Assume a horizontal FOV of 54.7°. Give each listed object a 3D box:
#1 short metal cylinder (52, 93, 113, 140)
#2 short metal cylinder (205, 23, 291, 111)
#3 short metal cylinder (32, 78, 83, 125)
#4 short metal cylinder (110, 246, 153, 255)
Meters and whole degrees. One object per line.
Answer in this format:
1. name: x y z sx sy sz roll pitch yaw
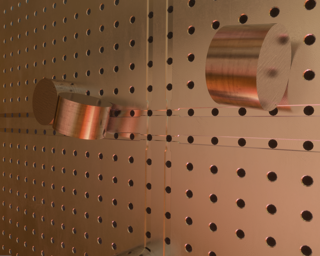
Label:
1. short metal cylinder: -0.117 -0.020 0.471 0.080 0.081 0.050 24 105 37
2. short metal cylinder: 0.088 -0.059 0.301 0.050 0.081 0.079 13 98 39
3. short metal cylinder: -0.178 -0.044 0.541 0.080 0.050 0.079 0 90 40
4. short metal cylinder: -0.043 0.211 0.429 0.080 0.050 0.079 0 90 40
